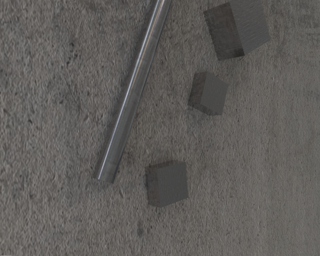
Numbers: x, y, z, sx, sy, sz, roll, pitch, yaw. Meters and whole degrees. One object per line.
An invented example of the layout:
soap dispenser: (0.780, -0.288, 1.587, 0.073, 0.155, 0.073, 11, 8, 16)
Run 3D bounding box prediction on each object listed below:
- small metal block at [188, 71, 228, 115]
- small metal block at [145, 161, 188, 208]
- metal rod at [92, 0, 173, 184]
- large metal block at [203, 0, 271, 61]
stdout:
small metal block: (0.073, -0.051, 0.465, 0.050, 0.025, 0.050, 22, 76, -38)
small metal block: (0.009, 0.073, 0.413, 0.050, 0.025, 0.050, -9, 96, -40)
metal rod: (-0.023, -0.080, 0.385, 0.025, 0.025, 0.299, 27, 73, -37)
large metal block: (0.124, -0.162, 0.491, 0.081, 0.050, 0.080, -34, 111, -35)
